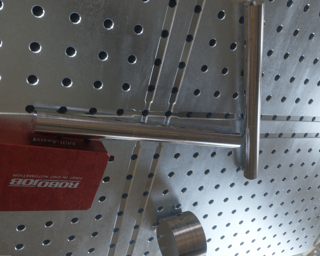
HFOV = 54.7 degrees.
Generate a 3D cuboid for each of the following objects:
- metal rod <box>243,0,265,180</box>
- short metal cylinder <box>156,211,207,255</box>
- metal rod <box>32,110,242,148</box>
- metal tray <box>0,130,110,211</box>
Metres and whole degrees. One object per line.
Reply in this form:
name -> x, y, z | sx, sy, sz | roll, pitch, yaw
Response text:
metal rod -> 0.139, -0.035, 0.467 | 0.025, 0.025, 0.298 | -23, 127, -15
short metal cylinder -> 0.034, 0.183, 0.509 | 0.050, 0.080, 0.079 | -8, 122, -24
metal rod -> -0.007, 0.006, 0.412 | 0.302, 0.025, 0.025 | 6, 116, -32
metal tray -> -0.136, 0.054, 0.368 | 0.131, 0.030, 0.089 | 9, 114, -33
